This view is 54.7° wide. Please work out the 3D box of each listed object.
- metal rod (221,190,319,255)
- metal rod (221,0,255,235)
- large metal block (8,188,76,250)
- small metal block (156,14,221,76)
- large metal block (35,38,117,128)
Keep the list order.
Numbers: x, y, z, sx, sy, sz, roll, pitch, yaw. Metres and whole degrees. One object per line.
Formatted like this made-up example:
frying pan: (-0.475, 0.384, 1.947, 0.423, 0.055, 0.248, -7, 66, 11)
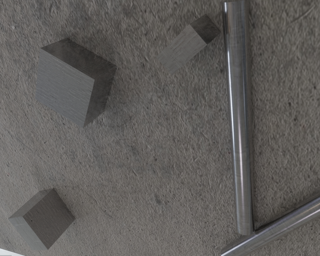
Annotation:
metal rod: (0.175, 0.104, 0.379, 0.025, 0.025, 0.298, 39, 129, 1)
metal rod: (0.095, 0.009, 0.362, 0.025, 0.025, 0.298, 4, 121, 26)
large metal block: (-0.226, 0.176, 0.599, 0.050, 0.080, 0.080, -17, 109, 35)
small metal block: (0.030, -0.087, 0.321, 0.025, 0.050, 0.050, 48, 129, -6)
large metal block: (-0.113, -0.060, 0.413, 0.080, 0.050, 0.079, 31, 128, 8)
